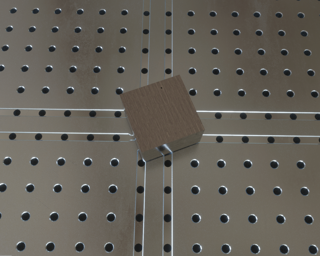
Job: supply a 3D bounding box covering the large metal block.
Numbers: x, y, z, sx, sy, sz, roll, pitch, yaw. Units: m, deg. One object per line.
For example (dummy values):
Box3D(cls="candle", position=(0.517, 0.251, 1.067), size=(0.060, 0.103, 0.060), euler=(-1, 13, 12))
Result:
Box3D(cls="large metal block", position=(0.002, -0.011, 0.400), size=(0.081, 0.050, 0.080), euler=(-20, 71, -7))
